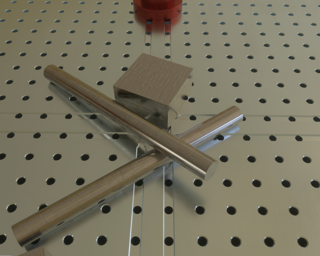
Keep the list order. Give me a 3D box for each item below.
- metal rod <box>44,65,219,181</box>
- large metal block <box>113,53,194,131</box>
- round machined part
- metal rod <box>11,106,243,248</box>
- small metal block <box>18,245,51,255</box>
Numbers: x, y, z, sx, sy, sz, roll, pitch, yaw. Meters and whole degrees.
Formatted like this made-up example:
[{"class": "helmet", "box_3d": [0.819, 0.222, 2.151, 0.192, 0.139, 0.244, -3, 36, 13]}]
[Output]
[{"class": "metal rod", "box_3d": [-0.057, -0.020, 0.402, 0.300, 0.025, 0.025, 31, 56, 31]}, {"class": "large metal block", "box_3d": [-0.007, -0.053, 0.436, 0.080, 0.050, 0.080, 21, 53, 16]}, {"class": "round machined part", "box_3d": [-0.004, -0.258, 0.614, 0.099, 0.042, 0.098, 0, 50, 0]}, {"class": "metal rod", "box_3d": [-0.020, 0.045, 0.369, 0.302, 0.025, 0.025, -27, 56, -22]}, {"class": "small metal block", "box_3d": [-0.124, 0.145, 0.284, 0.050, 0.025, 0.050, -18, 53, -15]}]
